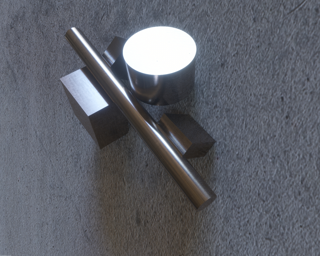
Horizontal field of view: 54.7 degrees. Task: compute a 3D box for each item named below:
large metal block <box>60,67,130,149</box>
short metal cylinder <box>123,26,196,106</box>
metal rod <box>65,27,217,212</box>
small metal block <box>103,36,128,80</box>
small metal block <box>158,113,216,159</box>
[{"bbox_3d":[-0.090,-0.030,0.439,0.080,0.050,0.080,48,159,28],"label":"large metal block"},{"bbox_3d":[0.001,-0.072,0.360,0.080,0.080,0.050,46,159,30],"label":"short metal cylinder"},{"bbox_3d":[-0.038,-0.029,0.371,0.300,0.025,0.025,51,120,27],"label":"metal rod"},{"bbox_3d":[-0.051,-0.095,0.430,0.050,0.050,0.025,-46,63,30],"label":"small metal block"},{"bbox_3d":[0.029,0.009,0.361,0.050,0.050,0.025,48,119,29],"label":"small metal block"}]
